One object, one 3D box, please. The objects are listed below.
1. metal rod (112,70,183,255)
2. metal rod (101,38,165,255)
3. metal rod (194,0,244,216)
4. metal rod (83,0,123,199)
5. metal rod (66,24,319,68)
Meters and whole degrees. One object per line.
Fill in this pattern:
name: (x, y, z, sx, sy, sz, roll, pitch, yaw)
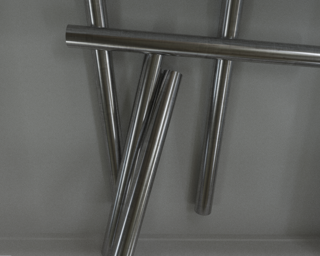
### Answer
metal rod: (-0.023, 0.075, 0.375, 0.025, 0.025, 0.299, 16, 85, -6)
metal rod: (-0.036, 0.035, 0.404, 0.025, 0.025, 0.298, 12, 102, -5)
metal rod: (0.074, -0.018, 0.405, 0.025, 0.025, 0.298, 4, 110, -2)
metal rod: (-0.066, -0.020, 0.402, 0.025, 0.025, 0.298, -4, 110, 1)
metal rod: (0.049, -0.091, 0.350, 0.302, 0.025, 0.025, 4, 110, -2)
